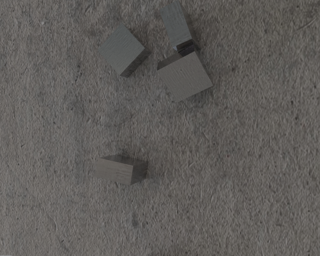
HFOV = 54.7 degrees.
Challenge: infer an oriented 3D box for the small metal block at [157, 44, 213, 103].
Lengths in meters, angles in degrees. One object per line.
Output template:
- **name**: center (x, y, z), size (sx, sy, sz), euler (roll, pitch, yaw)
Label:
- **small metal block**: center (0.031, -0.067, 0.385), size (0.050, 0.025, 0.050), euler (-25, 119, 18)

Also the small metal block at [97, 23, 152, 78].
- **small metal block**: center (-0.049, -0.106, 0.426), size (0.050, 0.025, 0.050), euler (-44, 77, 14)

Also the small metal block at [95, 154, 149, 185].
- **small metal block**: center (-0.049, 0.054, 0.413), size (0.050, 0.050, 0.025), euler (10, 94, 19)

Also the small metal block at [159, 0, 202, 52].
- **small metal block**: center (0.027, -0.122, 0.386), size (0.025, 0.050, 0.050), euler (-21, 83, 19)
